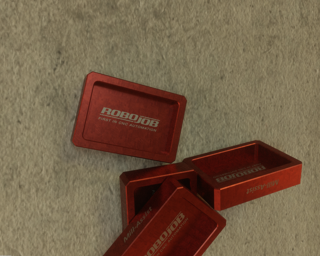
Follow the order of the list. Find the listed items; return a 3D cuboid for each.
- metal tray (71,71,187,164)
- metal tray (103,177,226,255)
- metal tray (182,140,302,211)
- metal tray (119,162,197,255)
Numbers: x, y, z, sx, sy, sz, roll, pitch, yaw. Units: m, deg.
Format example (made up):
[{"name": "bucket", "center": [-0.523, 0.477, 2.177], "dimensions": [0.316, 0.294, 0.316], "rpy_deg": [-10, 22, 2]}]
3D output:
[{"name": "metal tray", "center": [-0.037, -0.010, 0.393], "dimensions": [0.131, 0.030, 0.090], "rpy_deg": [13, 86, -20]}, {"name": "metal tray", "center": [0.006, 0.134, 0.365], "dimensions": [0.090, 0.030, 0.130], "rpy_deg": [41, 87, -26]}, {"name": "metal tray", "center": [0.107, 0.057, 0.413], "dimensions": [0.131, 0.090, 0.030], "rpy_deg": [-12, 112, -20]}, {"name": "metal tray", "center": [0.000, 0.114, 0.391], "dimensions": [0.091, 0.030, 0.129], "rpy_deg": [-7, 107, -20]}]
